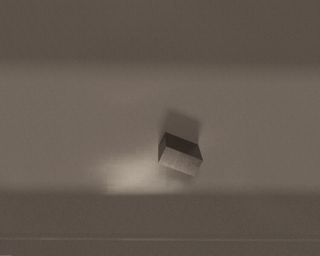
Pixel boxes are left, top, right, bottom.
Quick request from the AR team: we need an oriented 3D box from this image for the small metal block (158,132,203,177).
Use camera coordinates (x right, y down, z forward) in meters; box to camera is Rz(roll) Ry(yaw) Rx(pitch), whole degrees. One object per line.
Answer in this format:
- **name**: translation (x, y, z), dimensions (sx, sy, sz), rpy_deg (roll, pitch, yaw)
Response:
- **small metal block**: translation (0.026, 0.034, 0.411), dimensions (0.050, 0.050, 0.025), rpy_deg (21, 109, -8)
